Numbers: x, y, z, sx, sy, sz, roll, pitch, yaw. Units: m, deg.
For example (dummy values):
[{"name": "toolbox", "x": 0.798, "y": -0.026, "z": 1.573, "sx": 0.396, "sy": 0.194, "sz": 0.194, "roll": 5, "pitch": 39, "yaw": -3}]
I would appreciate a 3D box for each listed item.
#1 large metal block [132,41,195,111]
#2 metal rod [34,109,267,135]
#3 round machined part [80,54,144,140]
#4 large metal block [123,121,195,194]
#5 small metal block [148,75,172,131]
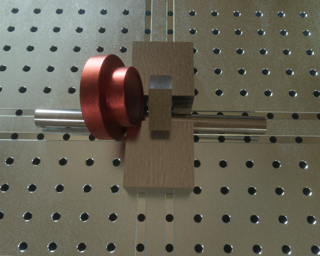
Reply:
[{"name": "large metal block", "x": 0.004, "y": -0.070, "z": 0.424, "sx": 0.081, "sy": 0.050, "sz": 0.080, "roll": 1, "pitch": 70, "yaw": 0}, {"name": "metal rod", "x": -0.012, "y": -0.008, "z": 0.414, "sx": 0.302, "sy": 0.025, "sz": 0.025, "roll": 2, "pitch": 70, "yaw": 0}, {"name": "round machined part", "x": -0.048, "y": -0.035, "z": 0.355, "sx": 0.042, "sy": 0.098, "sz": 0.098, "roll": -1, "pitch": 69, "yaw": 15}, {"name": "large metal block", "x": 0.000, "y": 0.037, "z": 0.385, "sx": 0.081, "sy": 0.050, "sz": 0.080, "roll": 1, "pitch": 70, "yaw": 0}, {"name": "small metal block", "x": 0.000, "y": -0.031, "z": 0.363, "sx": 0.025, "sy": 0.050, "sz": 0.050, "roll": 1, "pitch": 26, "yaw": 0}]
